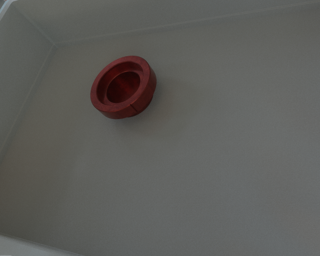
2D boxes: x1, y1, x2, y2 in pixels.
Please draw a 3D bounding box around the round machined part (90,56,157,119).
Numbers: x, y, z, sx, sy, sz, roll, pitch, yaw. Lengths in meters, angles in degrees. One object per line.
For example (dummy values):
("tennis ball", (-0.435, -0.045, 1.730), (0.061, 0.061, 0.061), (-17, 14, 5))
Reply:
("round machined part", (-0.049, -0.054, 0.454), (0.098, 0.042, 0.098), (-13, 56, 21))
